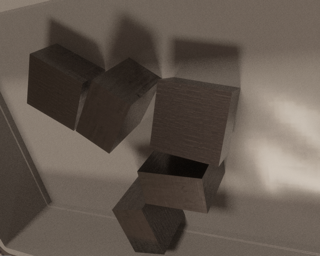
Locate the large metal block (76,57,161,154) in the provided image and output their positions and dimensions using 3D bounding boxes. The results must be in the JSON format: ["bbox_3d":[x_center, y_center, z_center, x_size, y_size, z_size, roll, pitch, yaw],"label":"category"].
[{"bbox_3d":[-0.050,-0.029,0.380,0.050,0.080,0.079,34,129,6],"label":"large metal block"}]

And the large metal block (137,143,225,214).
[{"bbox_3d":[0.030,0.055,0.390,0.080,0.080,0.050,2,120,27],"label":"large metal block"}]

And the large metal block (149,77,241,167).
[{"bbox_3d":[0.039,-0.011,0.350,0.080,0.050,0.079,13,106,20],"label":"large metal block"}]

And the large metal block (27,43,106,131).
[{"bbox_3d":[-0.130,-0.056,0.424,0.080,0.050,0.079,29,128,9],"label":"large metal block"}]

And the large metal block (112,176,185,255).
[{"bbox_3d":[-0.013,0.124,0.455,0.050,0.080,0.080,-10,113,32],"label":"large metal block"}]
